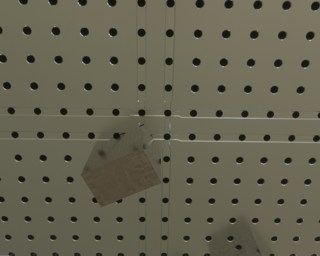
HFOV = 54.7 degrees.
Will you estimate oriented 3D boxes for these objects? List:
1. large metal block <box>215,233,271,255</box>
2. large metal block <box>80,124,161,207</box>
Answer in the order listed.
[{"bbox_3d":[0.140,0.227,0.486,0.080,0.050,0.080,-37,106,12],"label":"large metal block"},{"bbox_3d":[-0.046,0.046,0.400,0.080,0.080,0.050,-23,109,8],"label":"large metal block"}]
